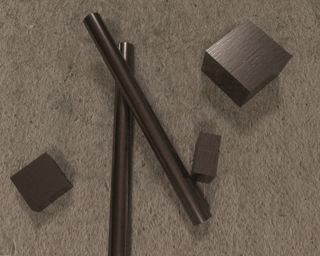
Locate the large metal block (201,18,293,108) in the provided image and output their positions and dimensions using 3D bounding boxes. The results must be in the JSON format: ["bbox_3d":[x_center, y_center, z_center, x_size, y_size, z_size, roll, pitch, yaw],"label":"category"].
[{"bbox_3d":[0.117,-0.089,0.429,0.080,0.050,0.080,-39,75,-13],"label":"large metal block"}]

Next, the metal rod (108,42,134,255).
[{"bbox_3d":[-0.048,0.023,0.398,0.025,0.025,0.299,0,70,-1],"label":"metal rod"}]

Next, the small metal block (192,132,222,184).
[{"bbox_3d":[0.056,0.038,0.382,0.025,0.050,0.050,11,70,3],"label":"small metal block"}]

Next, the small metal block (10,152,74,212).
[{"bbox_3d":[-0.145,0.067,0.382,0.050,0.025,0.050,-38,75,-13],"label":"small metal block"}]

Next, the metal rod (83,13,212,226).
[{"bbox_3d":[-0.021,-0.019,0.394,0.025,0.025,0.299,-27,80,-10],"label":"metal rod"}]
